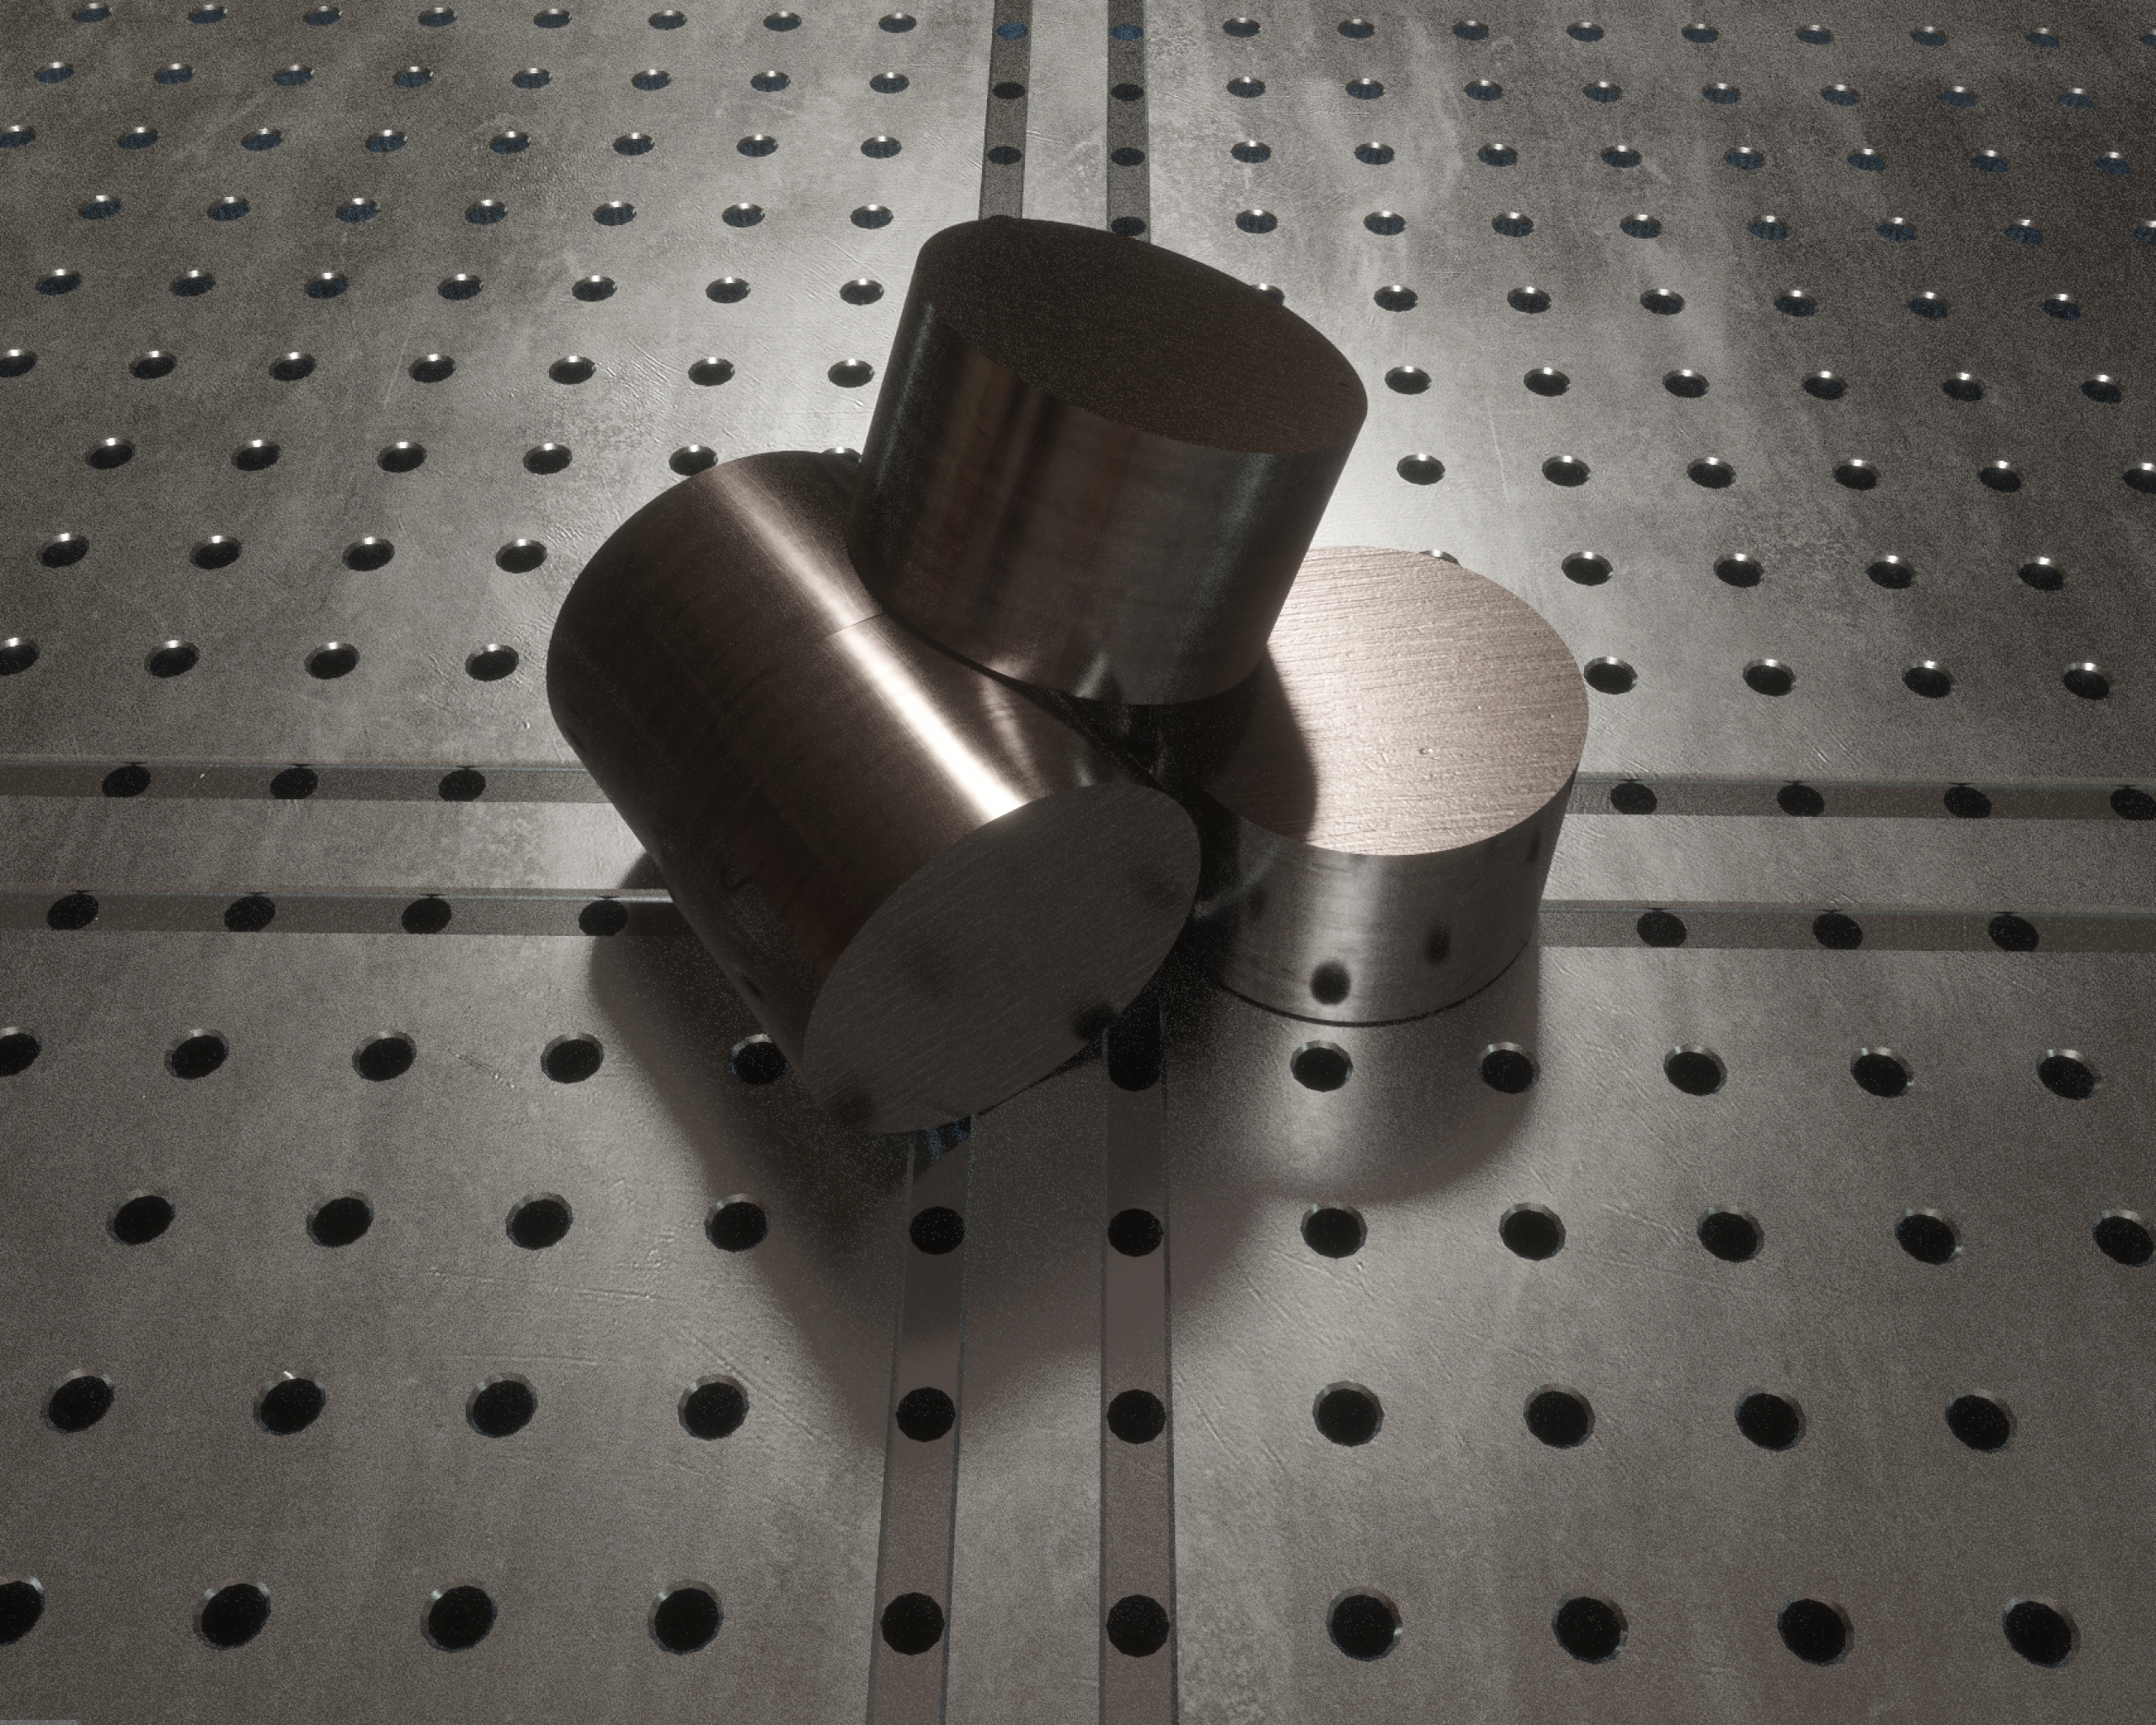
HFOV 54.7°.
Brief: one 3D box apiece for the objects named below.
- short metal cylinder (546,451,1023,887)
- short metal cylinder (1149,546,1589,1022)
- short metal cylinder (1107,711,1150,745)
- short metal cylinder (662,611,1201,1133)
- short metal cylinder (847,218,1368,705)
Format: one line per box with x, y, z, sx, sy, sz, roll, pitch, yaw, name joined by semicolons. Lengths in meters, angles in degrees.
-0.053;-0.031;0.397;0.081;0.080;0.050;-27;56;-21;short metal cylinder
0.054;-0.016;0.404;0.081;0.050;0.080;0;50;0;short metal cylinder
0.009;-0.067;0.447;0.081;0.050;0.080;0;50;0;short metal cylinder
-0.026;0.002;0.370;0.081;0.080;0.050;-27;56;-21;short metal cylinder
0.004;-0.072;0.368;0.081;0.050;0.080;14;36;-10;short metal cylinder
